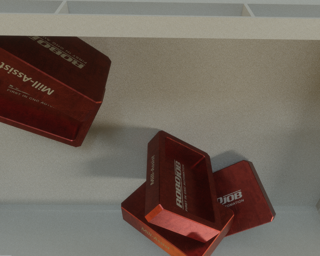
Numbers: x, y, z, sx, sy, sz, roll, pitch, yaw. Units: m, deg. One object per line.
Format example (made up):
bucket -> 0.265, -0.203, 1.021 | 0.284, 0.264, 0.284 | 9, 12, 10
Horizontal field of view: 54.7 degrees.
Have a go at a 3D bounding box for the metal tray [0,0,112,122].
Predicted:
metal tray -> -0.116, -0.071, 0.304 | 0.131, 0.090, 0.030 | 30, 124, -23

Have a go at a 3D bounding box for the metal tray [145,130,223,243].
metal tray -> 0.028, 0.071, 0.401 | 0.090, 0.130, 0.030 | 27, 125, -21

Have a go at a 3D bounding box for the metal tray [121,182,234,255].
metal tray -> 0.023, 0.120, 0.427 | 0.130, 0.091, 0.030 | 27, 137, 30

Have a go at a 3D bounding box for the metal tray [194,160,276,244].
metal tray -> 0.091, 0.113, 0.462 | 0.130, 0.090, 0.030 | -27, 162, 21

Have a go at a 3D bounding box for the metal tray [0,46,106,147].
metal tray -> -0.143, -0.035, 0.374 | 0.131, 0.030, 0.089 | 21, 127, -18
